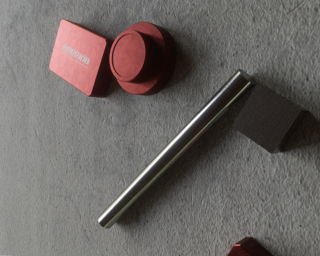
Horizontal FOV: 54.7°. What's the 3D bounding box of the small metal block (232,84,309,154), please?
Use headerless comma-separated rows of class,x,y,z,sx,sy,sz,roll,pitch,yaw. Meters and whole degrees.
small metal block,0.110,-0.009,0.313,0.050,0.025,0.050,40,114,32

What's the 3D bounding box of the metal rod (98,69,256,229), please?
metal rod,0.005,0.044,0.398,0.299,0.025,0.025,-48,62,29

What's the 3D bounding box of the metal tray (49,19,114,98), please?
metal tray,-0.125,-0.114,0.502,0.130,0.030,0.089,33,110,35

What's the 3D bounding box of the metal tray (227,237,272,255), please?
metal tray,0.091,0.194,0.325,0.090,0.030,0.129,39,113,33

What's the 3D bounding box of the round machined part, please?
round machined part,-0.030,-0.094,0.417,0.098,0.042,0.097,0,90,39
